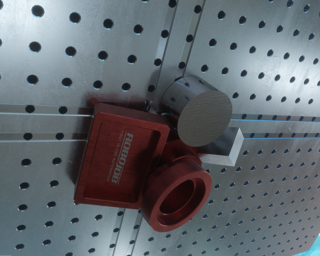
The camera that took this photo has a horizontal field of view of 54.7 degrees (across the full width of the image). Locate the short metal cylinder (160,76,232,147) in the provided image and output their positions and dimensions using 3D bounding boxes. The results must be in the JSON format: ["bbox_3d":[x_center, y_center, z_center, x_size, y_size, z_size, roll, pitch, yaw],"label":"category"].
[{"bbox_3d":[0.047,-0.022,0.408,0.081,0.050,0.079,-14,125,-21],"label":"short metal cylinder"}]

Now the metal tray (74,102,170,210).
[{"bbox_3d":[-0.051,0.040,0.392,0.091,0.030,0.129,11,113,-18],"label":"metal tray"}]

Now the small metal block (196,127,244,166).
[{"bbox_3d":[0.087,0.025,0.448,0.025,0.050,0.050,56,50,-39],"label":"small metal block"}]

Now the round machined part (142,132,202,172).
[{"bbox_3d":[0.021,0.058,0.447,0.099,0.042,0.097,-14,125,-21],"label":"round machined part"}]

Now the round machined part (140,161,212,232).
[{"bbox_3d":[0.016,0.083,0.400,0.099,0.042,0.097,-23,133,-27],"label":"round machined part"}]
